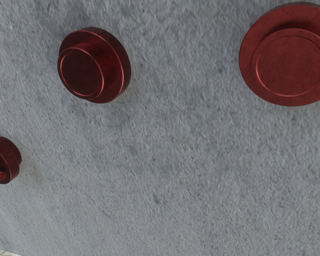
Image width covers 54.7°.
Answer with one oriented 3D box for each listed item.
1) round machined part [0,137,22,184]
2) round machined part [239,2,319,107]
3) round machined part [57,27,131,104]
[{"bbox_3d":[-0.304,0.055,0.587,0.098,0.042,0.097,13,124,20],"label":"round machined part"},{"bbox_3d":[0.124,-0.064,0.291,0.098,0.042,0.097,13,124,20],"label":"round machined part"},{"bbox_3d":[-0.090,-0.075,0.395,0.098,0.042,0.097,13,124,20],"label":"round machined part"}]
